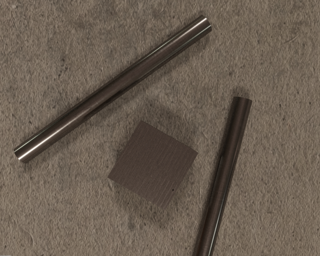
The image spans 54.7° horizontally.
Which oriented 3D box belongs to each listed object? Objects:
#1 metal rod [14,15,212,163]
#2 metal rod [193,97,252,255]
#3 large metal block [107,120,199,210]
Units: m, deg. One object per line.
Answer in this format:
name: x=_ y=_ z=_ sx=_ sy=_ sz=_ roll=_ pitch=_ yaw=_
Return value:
metal rod: x=-0.061 y=-0.051 z=0.409 sx=0.301 sy=0.025 sz=0.025 roll=-36 pitch=90 yaw=-1
metal rod: x=0.073 y=0.106 z=0.411 sx=0.025 sy=0.025 sz=0.298 roll=14 pitch=90 yaw=-1
large metal block: x=-0.008 y=0.045 z=0.397 sx=0.080 sy=0.050 sz=0.080 roll=30 pitch=90 yaw=-1
